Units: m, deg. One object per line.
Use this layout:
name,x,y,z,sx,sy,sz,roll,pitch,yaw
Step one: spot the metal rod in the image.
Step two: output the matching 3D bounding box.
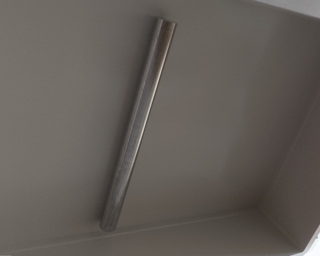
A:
metal rod,-0.034,0.013,0.396,0.025,0.025,0.298,4,117,-30
